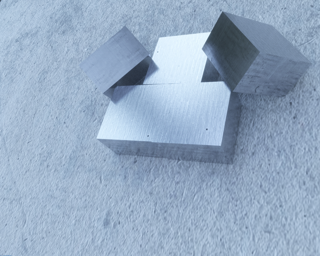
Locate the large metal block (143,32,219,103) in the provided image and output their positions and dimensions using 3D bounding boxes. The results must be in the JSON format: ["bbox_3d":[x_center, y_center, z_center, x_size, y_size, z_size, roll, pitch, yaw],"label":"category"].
[{"bbox_3d":[0.034,-0.078,0.419,0.080,0.050,0.080,3,63,29],"label":"large metal block"}]

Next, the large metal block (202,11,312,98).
[{"bbox_3d":[0.108,-0.083,0.356,0.050,0.081,0.080,-61,39,38],"label":"large metal block"}]

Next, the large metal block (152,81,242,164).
[{"bbox_3d":[0.046,-0.007,0.366,0.080,0.050,0.080,2,62,28],"label":"large metal block"}]

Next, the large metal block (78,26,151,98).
[{"bbox_3d":[-0.058,-0.088,0.443,0.080,0.080,0.050,-40,86,1],"label":"large metal block"}]

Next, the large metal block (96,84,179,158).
[{"bbox_3d":[-0.024,-0.009,0.405,0.080,0.050,0.080,2,62,28],"label":"large metal block"}]
